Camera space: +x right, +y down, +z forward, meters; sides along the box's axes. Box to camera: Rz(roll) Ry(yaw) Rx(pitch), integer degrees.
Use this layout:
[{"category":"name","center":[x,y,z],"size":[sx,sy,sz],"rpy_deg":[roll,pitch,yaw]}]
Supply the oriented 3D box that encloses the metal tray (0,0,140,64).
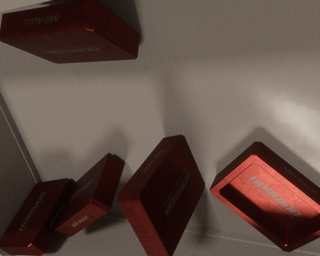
[{"category":"metal tray","center":[-0.101,-0.103,0.353],"size":[0.130,0.090,0.030],"rpy_deg":[3,85,26]}]

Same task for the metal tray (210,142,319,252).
[{"category":"metal tray","center":[0.140,0.088,0.385],"size":[0.130,0.030,0.089],"rpy_deg":[39,129,1]}]

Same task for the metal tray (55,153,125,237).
[{"category":"metal tray","center":[-0.110,0.106,0.484],"size":[0.030,0.090,0.129],"rpy_deg":[34,131,-19]}]

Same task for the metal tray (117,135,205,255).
[{"category":"metal tray","center":[0.009,0.078,0.383],"size":[0.030,0.131,0.090],"rpy_deg":[-11,113,33]}]

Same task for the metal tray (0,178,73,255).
[{"category":"metal tray","center":[-0.209,0.152,0.538],"size":[0.090,0.130,0.030],"rpy_deg":[-13,128,30]}]
